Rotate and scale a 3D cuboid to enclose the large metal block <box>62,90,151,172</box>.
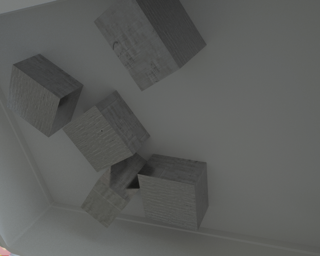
[{"bbox_3d":[-0.075,0.006,0.436,0.080,0.050,0.080,-28,103,37],"label":"large metal block"}]

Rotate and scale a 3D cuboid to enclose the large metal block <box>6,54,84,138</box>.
[{"bbox_3d":[-0.169,-0.047,0.453,0.080,0.050,0.079,36,129,4],"label":"large metal block"}]

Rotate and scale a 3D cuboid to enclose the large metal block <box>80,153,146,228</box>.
[{"bbox_3d":[-0.062,0.088,0.460,0.050,0.080,0.080,38,129,2],"label":"large metal block"}]

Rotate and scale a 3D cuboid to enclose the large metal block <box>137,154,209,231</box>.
[{"bbox_3d":[0.021,0.089,0.436,0.080,0.050,0.079,7,122,24],"label":"large metal block"}]

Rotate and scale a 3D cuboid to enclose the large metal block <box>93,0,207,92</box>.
[{"bbox_3d":[-0.006,-0.096,0.317,0.050,0.080,0.080,-26,105,37],"label":"large metal block"}]
